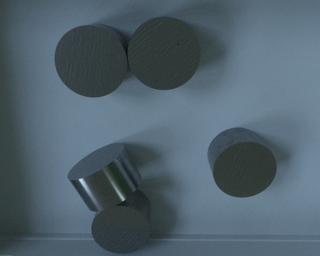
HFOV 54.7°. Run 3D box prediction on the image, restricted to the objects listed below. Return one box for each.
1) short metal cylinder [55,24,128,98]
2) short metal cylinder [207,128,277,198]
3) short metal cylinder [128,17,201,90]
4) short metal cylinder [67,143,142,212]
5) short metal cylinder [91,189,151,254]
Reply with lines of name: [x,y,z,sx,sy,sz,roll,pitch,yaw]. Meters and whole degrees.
short metal cylinder: [-0.077,-0.081,0.367,0.081,0.050,0.079,0,110,0]
short metal cylinder: [0.107,0.045,0.415,0.081,0.050,0.079,0,110,0]
short metal cylinder: [0.004,-0.089,0.365,0.081,0.050,0.079,0,110,0]
short metal cylinder: [-0.071,0.062,0.404,0.080,0.080,0.050,-24,108,8]
short metal cylinder: [-0.053,0.131,0.446,0.081,0.050,0.079,0,110,0]
